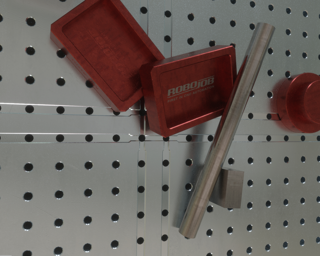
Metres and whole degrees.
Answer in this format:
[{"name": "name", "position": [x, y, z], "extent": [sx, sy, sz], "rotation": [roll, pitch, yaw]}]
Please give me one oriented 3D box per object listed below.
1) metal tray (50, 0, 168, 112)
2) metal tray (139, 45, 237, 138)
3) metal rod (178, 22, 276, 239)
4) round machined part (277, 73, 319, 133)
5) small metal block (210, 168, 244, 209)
[{"name": "metal tray", "position": [-0.059, -0.095, 0.388], "extent": [0.090, 0.030, 0.130], "rotation": [-43, 104, -15]}, {"name": "metal tray", "position": [0.043, -0.051, 0.405], "extent": [0.131, 0.030, 0.089], "rotation": [-21, 114, -26]}, {"name": "metal rod", "position": [0.088, 0.007, 0.417], "extent": [0.025, 0.025, 0.298], "rotation": [18, 95, -20]}, {"name": "round machined part", "position": [0.241, -0.040, 0.495], "extent": [0.099, 0.042, 0.097], "rotation": [0, 90, -20]}, {"name": "small metal block", "position": [0.090, 0.081, 0.434], "extent": [0.025, 0.050, 0.050], "rotation": [7, 88, -21]}]
